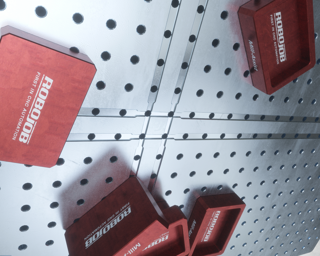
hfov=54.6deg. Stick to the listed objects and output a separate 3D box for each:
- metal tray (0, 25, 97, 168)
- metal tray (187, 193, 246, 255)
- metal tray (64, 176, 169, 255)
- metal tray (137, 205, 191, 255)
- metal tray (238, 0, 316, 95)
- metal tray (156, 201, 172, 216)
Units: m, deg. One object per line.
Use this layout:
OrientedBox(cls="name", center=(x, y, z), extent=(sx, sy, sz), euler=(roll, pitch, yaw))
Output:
OrientedBox(cls="metal tray", center=(-0.133, -0.025, 0.319), extent=(0.091, 0.030, 0.129), euler=(16, 110, -35))
OrientedBox(cls="metal tray", center=(0.095, 0.184, 0.571), extent=(0.091, 0.030, 0.129), euler=(2, 118, -29))
OrientedBox(cls="metal tray", center=(-0.062, 0.137, 0.419), extent=(0.130, 0.090, 0.030), euler=(-39, 129, -2))
OrientedBox(cls="metal tray", center=(-0.020, 0.179, 0.466), extent=(0.131, 0.030, 0.090), euler=(-20, 126, -17))
OrientedBox(cls="metal tray", center=(0.163, -0.120, 0.421), extent=(0.090, 0.030, 0.130), euler=(-32, 129, -7))
OrientedBox(cls="metal tray", center=(-0.034, 0.183, 0.501), extent=(0.091, 0.030, 0.129), euler=(-1, 119, -28))
